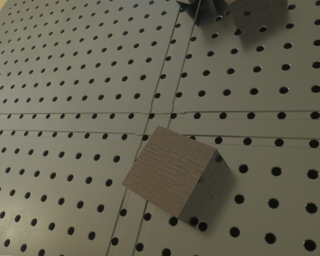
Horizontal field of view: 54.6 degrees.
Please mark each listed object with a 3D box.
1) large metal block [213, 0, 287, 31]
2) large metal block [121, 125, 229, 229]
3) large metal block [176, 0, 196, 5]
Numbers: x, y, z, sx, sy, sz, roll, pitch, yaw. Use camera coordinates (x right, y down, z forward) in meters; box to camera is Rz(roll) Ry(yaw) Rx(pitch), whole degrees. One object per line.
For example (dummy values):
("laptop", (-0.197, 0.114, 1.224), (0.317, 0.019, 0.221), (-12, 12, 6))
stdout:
("large metal block", (0.124, -0.202, 0.452), (0.080, 0.050, 0.080), (-30, 52, 9))
("large metal block", (0.018, 0.054, 0.351), (0.080, 0.050, 0.080), (22, 73, 36))
("large metal block", (0.036, -0.251, 0.494), (0.050, 0.080, 0.080), (-37, 30, 4))
